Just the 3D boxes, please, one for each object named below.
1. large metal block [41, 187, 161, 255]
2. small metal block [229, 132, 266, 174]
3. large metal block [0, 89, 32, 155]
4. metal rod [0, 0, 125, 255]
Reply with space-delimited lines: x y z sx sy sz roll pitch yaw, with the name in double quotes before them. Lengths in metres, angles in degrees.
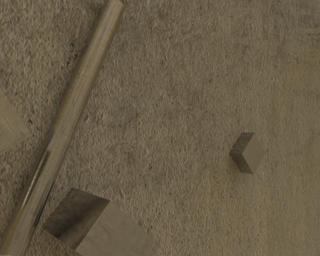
"large metal block" -0.061 0.111 0.318 0.080 0.080 0.050 50 61 -28
"small metal block" 0.151 0.043 0.531 0.050 0.025 0.050 -50 120 -28
"large metal block" -0.159 0.006 0.235 0.080 0.080 0.050 -40 115 -33
"metal rod" -0.098 -0.006 0.322 0.025 0.025 0.299 29 72 -36
